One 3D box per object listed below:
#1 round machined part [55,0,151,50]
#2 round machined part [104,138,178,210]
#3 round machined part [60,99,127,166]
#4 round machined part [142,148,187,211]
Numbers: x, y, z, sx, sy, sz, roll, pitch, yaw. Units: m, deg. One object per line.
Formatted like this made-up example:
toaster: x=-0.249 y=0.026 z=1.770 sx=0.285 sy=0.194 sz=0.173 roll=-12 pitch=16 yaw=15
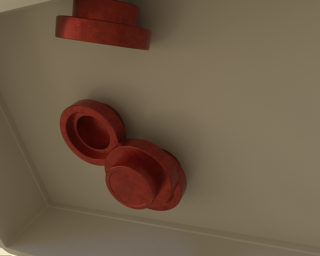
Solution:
round machined part: x=-0.057 y=-0.110 z=0.326 sx=0.098 sy=0.098 sz=0.042 roll=14 pitch=105 yaw=20
round machined part: x=-0.030 y=0.065 z=0.398 sx=0.098 sy=0.042 sz=0.097 roll=13 pitch=124 yaw=20
round machined part: x=-0.090 y=0.003 z=0.445 sx=0.098 sy=0.042 sz=0.097 roll=13 pitch=124 yaw=20
round machined part: x=-0.008 y=0.067 z=0.442 sx=0.098 sy=0.042 sz=0.097 roll=13 pitch=124 yaw=20
